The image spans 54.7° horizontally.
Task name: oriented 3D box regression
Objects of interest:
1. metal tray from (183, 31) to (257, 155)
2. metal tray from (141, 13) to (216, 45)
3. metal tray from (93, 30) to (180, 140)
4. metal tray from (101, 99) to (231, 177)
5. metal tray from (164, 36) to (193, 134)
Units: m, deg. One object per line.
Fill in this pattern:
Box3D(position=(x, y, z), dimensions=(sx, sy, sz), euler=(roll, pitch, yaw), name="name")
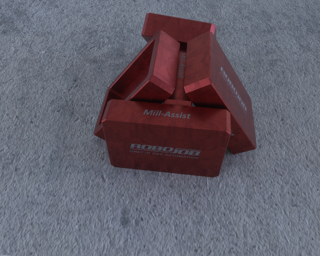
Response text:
Box3D(position=(0.076, -0.039, 0.374), dimensions=(0.030, 0.130, 0.090), euler=(-19, 44, 29), name="metal tray")
Box3D(position=(0.034, -0.123, 0.448), dimensions=(0.090, 0.130, 0.030), euler=(14, 93, 11), name="metal tray")
Box3D(position=(-0.030, -0.047, 0.381), dimensions=(0.030, 0.129, 0.090), euler=(30, 46, -24), name="metal tray")
Box3D(position=(0.007, 0.014, 0.350), dimensions=(0.131, 0.089, 0.030), euler=(5, 51, 4), name="metal tray")
Box3D(position=(0.026, -0.047, 0.401), dimensions=(0.030, 0.089, 0.130), euler=(6, 50, 4), name="metal tray")
